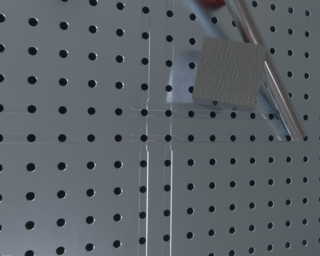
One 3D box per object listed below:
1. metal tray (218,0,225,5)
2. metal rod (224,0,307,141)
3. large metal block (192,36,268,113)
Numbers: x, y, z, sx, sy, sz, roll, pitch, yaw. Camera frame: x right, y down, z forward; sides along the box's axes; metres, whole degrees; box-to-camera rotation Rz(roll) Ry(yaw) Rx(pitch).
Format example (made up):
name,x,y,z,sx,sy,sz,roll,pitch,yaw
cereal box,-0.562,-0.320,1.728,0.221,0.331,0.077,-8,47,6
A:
name,x,y,z,sx,sy,sz,roll,pitch,yaw
metal tray,0.094,-0.258,0.443,0.090,0.030,0.130,29,80,-18
metal rod,0.144,-0.106,0.446,0.025,0.025,0.299,-38,109,-16
large metal block,0.091,-0.069,0.415,0.080,0.050,0.080,11,87,9
